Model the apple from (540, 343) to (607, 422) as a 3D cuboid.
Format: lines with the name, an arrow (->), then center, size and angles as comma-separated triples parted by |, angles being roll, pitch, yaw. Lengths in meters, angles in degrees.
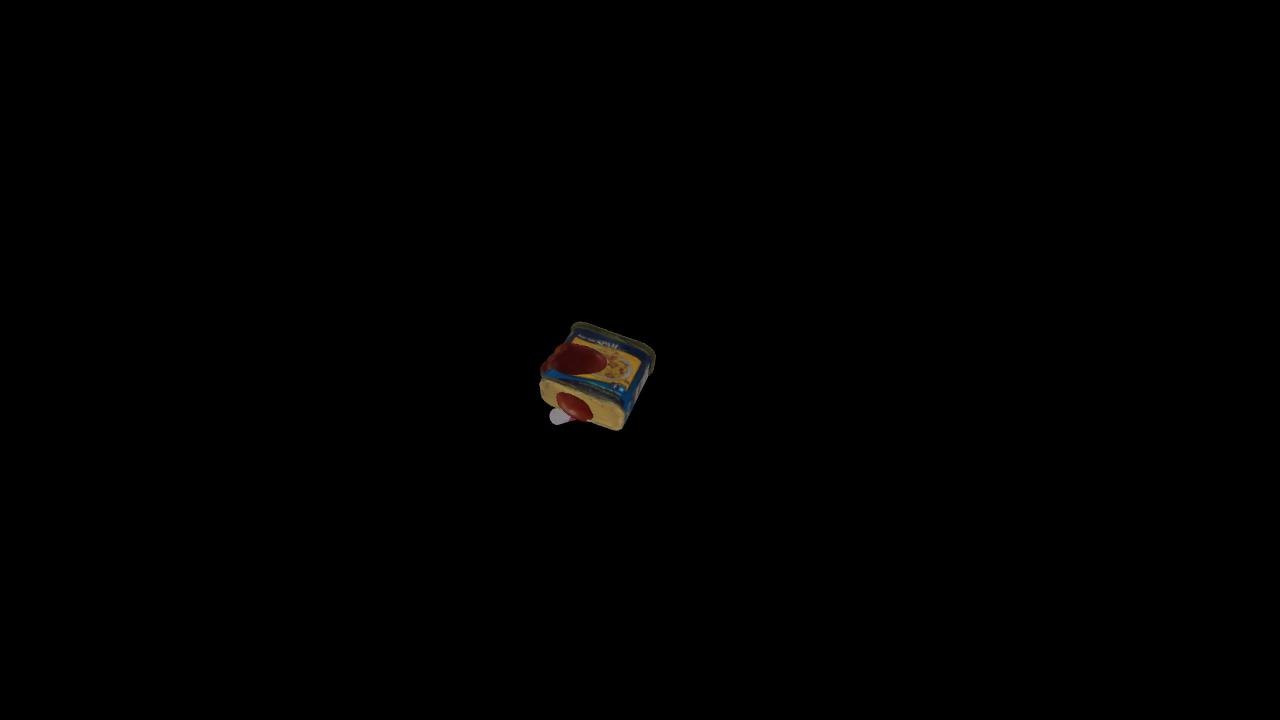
apple -> -0.059, 0.023, 0.663 | 0.093, 0.079, 0.079 | 43, -12, -13

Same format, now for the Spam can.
Spam can -> -0.045, 0.017, 0.660 | 0.101, 0.085, 0.058 | 19, -37, 10

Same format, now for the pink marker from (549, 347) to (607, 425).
pink marker -> -0.063, 0.059, 0.739 | 0.020, 0.020, 0.121 | 0, 4, 31
